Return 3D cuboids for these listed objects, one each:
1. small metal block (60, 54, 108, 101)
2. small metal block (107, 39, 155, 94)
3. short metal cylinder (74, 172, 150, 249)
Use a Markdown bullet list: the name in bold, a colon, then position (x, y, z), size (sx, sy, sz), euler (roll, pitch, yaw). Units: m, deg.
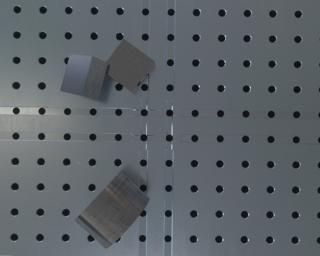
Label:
- **small metal block**: position (-0.098, -0.066, 0.399), size (0.050, 0.025, 0.050), euler (15, 90, 41)
- **small metal block**: position (-0.042, -0.081, 0.413), size (0.050, 0.025, 0.050), euler (37, 90, 0)
- **short metal cylinder**: position (-0.058, 0.100, 0.385), size (0.050, 0.080, 0.080), euler (43, 90, 0)
